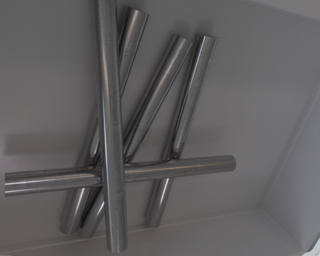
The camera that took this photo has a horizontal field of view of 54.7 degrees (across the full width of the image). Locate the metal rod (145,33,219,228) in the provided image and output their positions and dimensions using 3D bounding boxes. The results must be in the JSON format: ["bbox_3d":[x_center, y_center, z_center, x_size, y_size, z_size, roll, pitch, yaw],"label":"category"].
[{"bbox_3d":[0.023,0.020,0.433,0.025,0.025,0.298,1,118,-29],"label":"metal rod"}]

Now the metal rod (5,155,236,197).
[{"bbox_3d":[-0.028,0.056,0.393,0.303,0.025,0.025,-1,119,-28],"label":"metal rod"}]

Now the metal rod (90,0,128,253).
[{"bbox_3d":[-0.053,0.001,0.334,0.025,0.025,0.298,-8,108,-24],"label":"metal rod"}]

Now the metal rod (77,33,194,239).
[{"bbox_3d":[-0.039,0.022,0.400,0.025,0.025,0.298,16,110,-35],"label":"metal rod"}]

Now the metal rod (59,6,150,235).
[{"bbox_3d":[-0.074,0.008,0.372,0.025,0.025,0.298,8,114,-32],"label":"metal rod"}]
